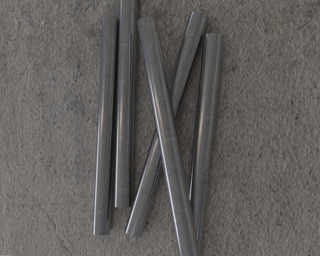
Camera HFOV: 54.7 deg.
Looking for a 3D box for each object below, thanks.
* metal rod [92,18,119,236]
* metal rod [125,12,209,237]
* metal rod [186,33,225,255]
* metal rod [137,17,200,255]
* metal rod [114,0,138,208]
[{"bbox_3d":[-0.076,-0.001,0.435,0.025,0.025,0.298,3,91,20],"label":"metal rod"},{"bbox_3d":[0.007,0.000,0.406,0.025,0.025,0.298,19,96,19],"label":"metal rod"},{"bbox_3d":[0.053,0.034,0.390,0.025,0.025,0.298,6,92,20],"label":"metal rod"},{"bbox_3d":[0.010,0.013,0.377,0.025,0.025,0.298,-11,86,19],"label":"metal rod"},{"bbox_3d":[-0.047,-0.042,0.425,0.025,0.025,0.298,2,91,20],"label":"metal rod"}]
